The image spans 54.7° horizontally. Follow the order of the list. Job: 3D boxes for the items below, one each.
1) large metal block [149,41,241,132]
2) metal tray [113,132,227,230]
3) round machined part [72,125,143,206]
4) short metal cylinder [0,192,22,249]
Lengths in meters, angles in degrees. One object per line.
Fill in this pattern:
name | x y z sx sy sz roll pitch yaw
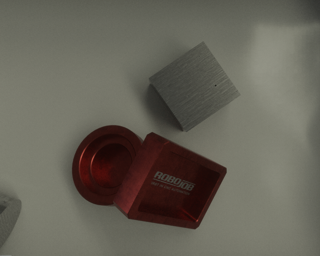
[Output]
large metal block | 0.042 -0.050 0.399 0.080 0.050 0.080 -35 90 0
metal tray | 0.018 0.068 0.368 0.131 0.030 0.090 27 90 -44
round machined part | -0.056 0.049 0.390 0.098 0.042 0.098 -6 71 18
short metal cylinder | -0.217 0.116 0.381 0.050 0.080 0.080 23 90 -1
